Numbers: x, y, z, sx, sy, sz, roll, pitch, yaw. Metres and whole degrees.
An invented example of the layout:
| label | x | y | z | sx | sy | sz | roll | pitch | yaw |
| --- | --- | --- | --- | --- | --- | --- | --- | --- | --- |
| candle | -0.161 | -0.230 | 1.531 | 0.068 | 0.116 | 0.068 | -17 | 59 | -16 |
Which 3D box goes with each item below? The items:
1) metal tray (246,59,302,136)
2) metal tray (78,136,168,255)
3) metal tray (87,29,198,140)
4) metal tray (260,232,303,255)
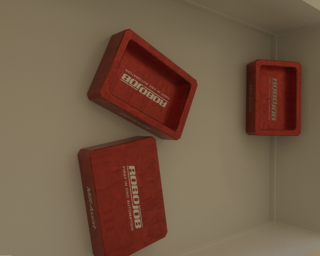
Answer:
| label | x | y | z | sx | sy | sz | roll | pitch | yaw |
| --- | --- | --- | --- | --- | --- | --- | --- | --- | --- |
| metal tray | 0.201 | -0.051 | 0.546 | 0.091 | 0.030 | 0.129 | 1 | 90 | -14 |
| metal tray | -0.041 | 0.080 | 0.369 | 0.091 | 0.030 | 0.129 | -12 | 98 | -39 |
| metal tray | -0.015 | -0.049 | 0.389 | 0.131 | 0.030 | 0.090 | 30 | 71 | -36 |
| metal tray | 0.234 | 0.275 | 0.602 | 0.131 | 0.030 | 0.089 | -17 | 101 | -39 |
